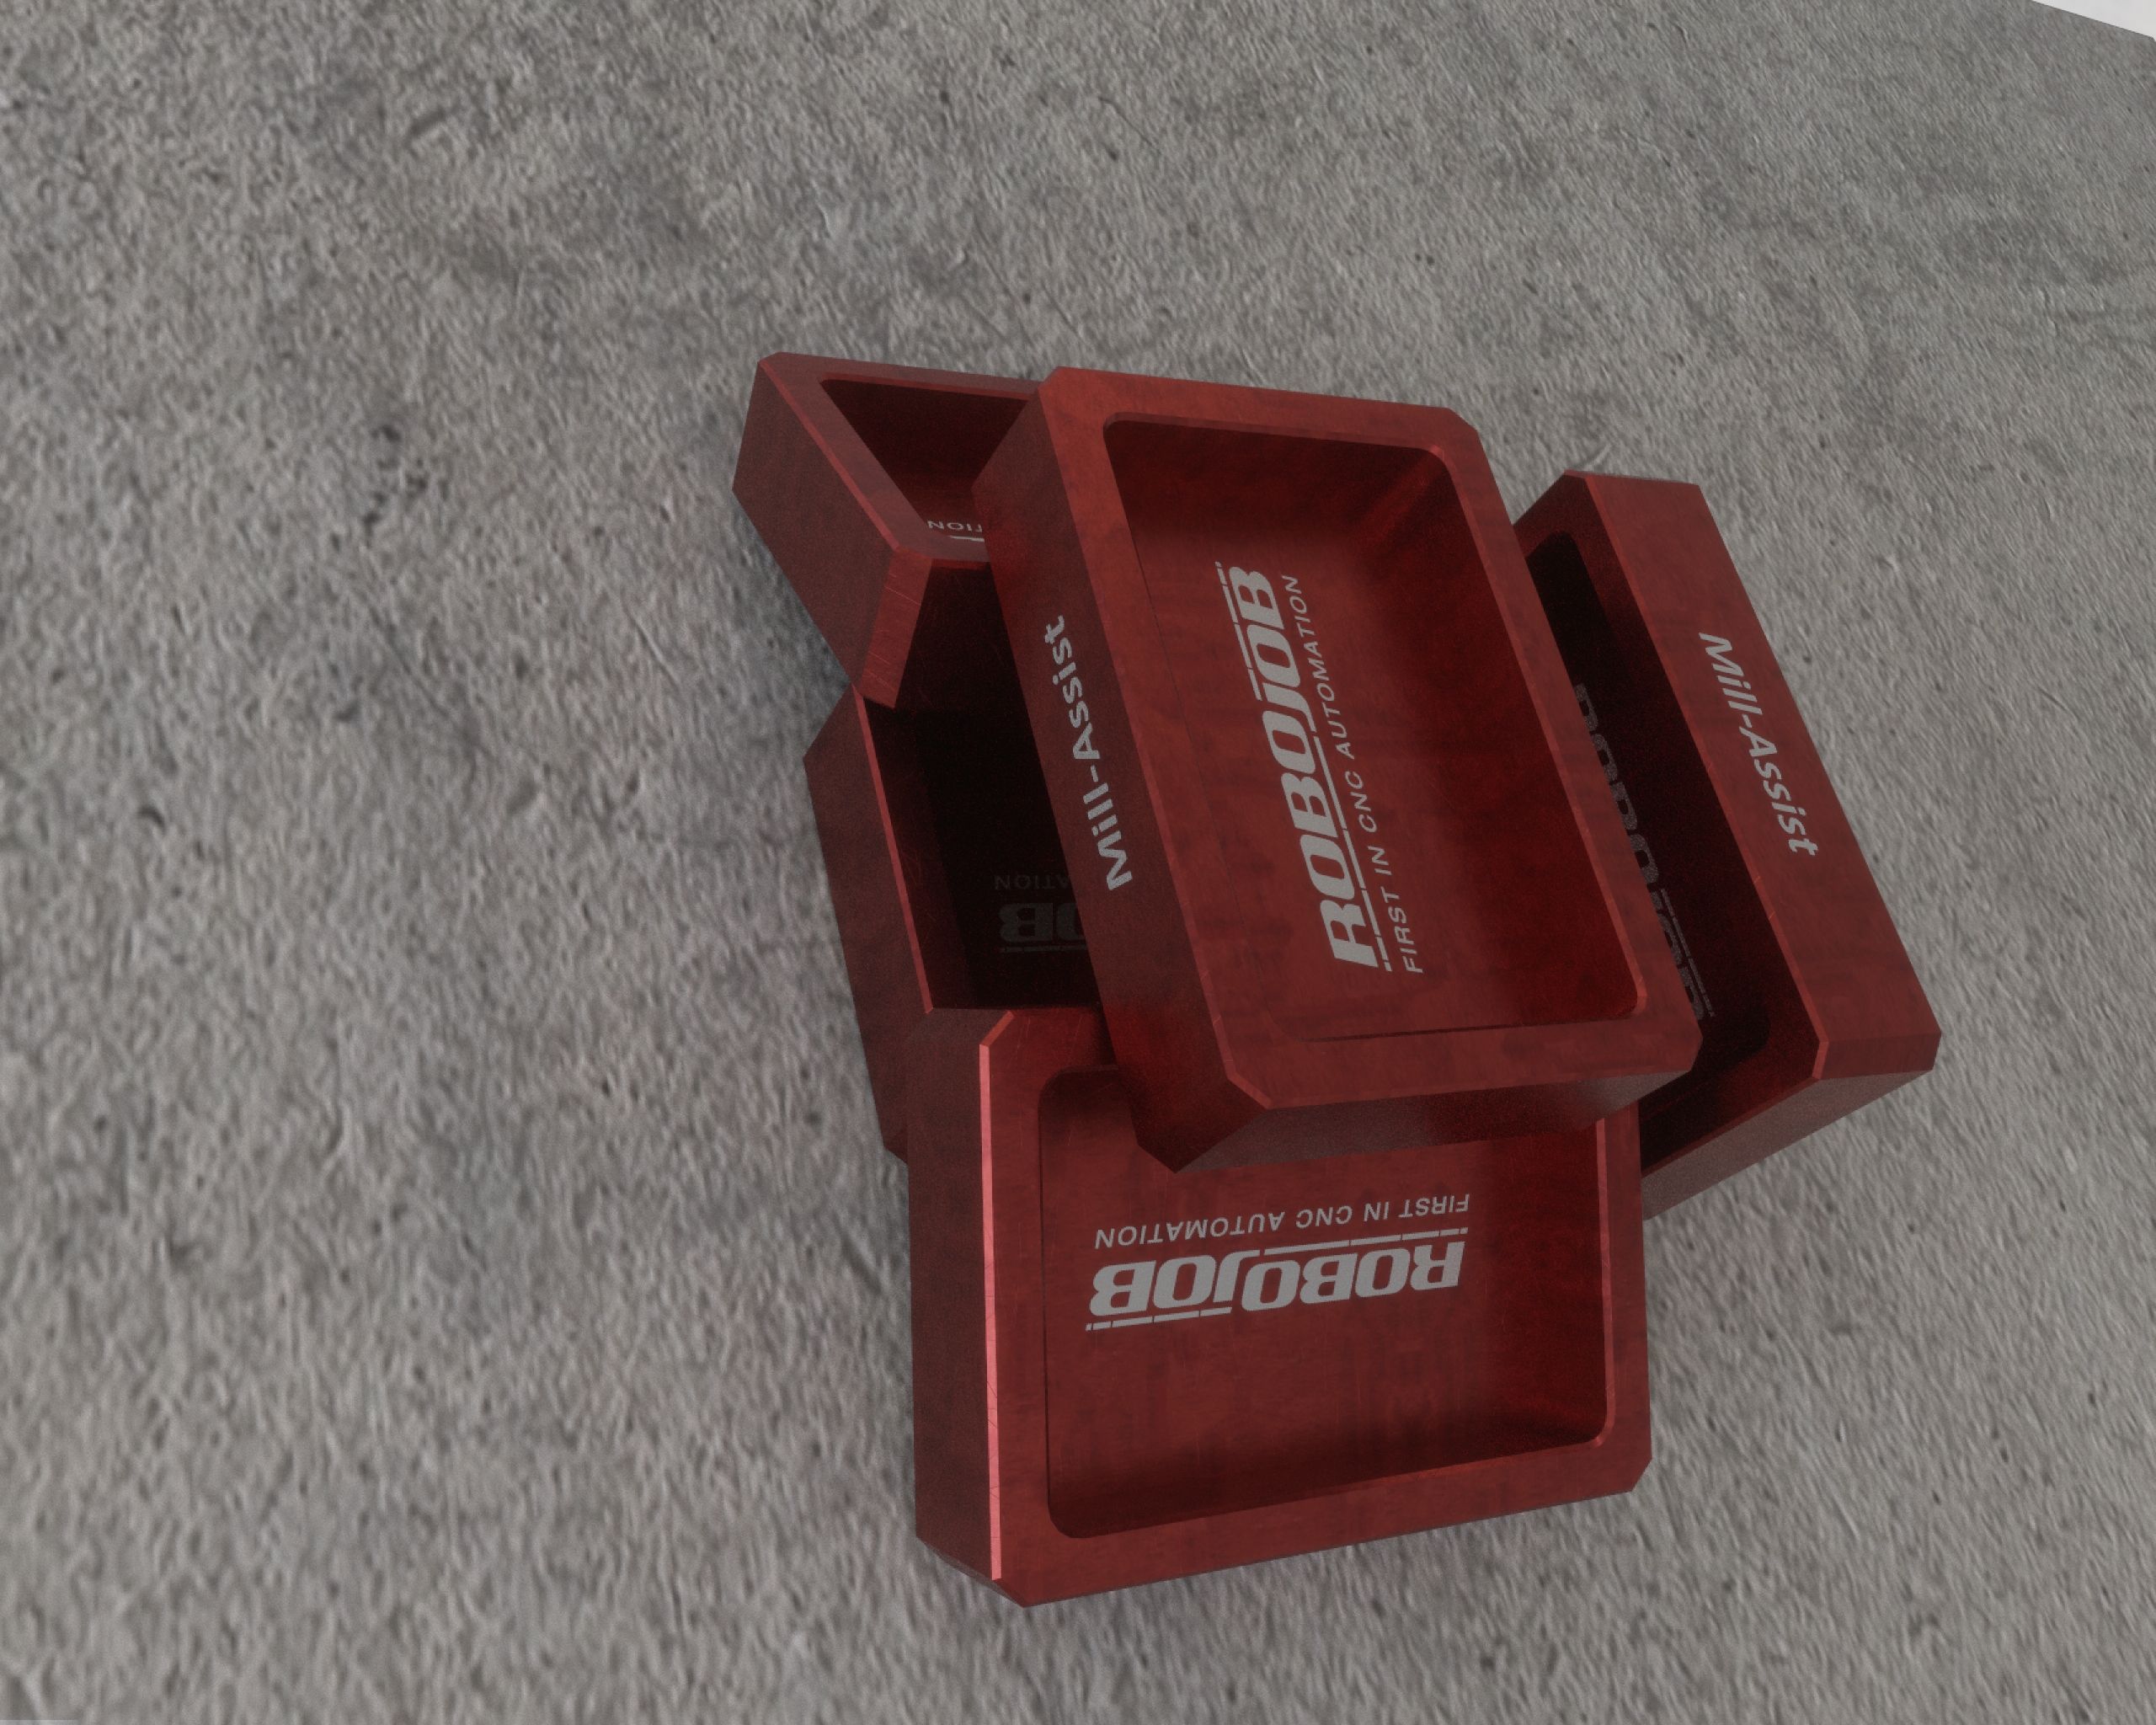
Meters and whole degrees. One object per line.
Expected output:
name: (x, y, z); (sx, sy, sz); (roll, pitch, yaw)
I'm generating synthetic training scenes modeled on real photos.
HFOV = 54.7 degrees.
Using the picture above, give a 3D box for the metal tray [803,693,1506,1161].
metal tray: (0.020, 0.008, 0.405); (0.131, 0.030, 0.090); (-1, 62, -29)

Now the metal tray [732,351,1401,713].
metal tray: (0.007, -0.065, 0.419); (0.131, 0.030, 0.090); (-1, 35, -29)

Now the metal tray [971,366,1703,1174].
metal tray: (0.041, -0.018, 0.347); (0.091, 0.030, 0.130); (-1, 64, -29)

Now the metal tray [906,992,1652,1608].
metal tray: (0.037, 0.068, 0.356); (0.131, 0.030, 0.089); (0, 87, -28)

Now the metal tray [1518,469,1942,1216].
metal tray: (0.107, -0.002, 0.420); (0.030, 0.090, 0.130); (-1, 62, -29)
